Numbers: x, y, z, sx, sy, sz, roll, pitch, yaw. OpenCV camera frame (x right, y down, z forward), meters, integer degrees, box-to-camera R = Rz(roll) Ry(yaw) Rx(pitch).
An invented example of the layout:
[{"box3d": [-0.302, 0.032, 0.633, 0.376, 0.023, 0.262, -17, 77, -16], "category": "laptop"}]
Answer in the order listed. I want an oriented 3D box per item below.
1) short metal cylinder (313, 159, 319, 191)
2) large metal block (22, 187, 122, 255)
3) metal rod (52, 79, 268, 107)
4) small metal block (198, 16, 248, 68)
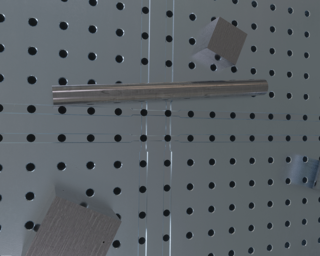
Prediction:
[{"box3d": [0.292, 0.084, 0.492, 0.080, 0.080, 0.050, 21, 83, -19], "category": "short metal cylinder"}, {"box3d": [-0.103, 0.126, 0.362, 0.080, 0.050, 0.080, 28, 81, -18], "category": "large metal block"}, {"box3d": [0.015, -0.050, 0.418, 0.303, 0.025, 0.025, -5, 92, -20], "category": "metal rod"}, {"box3d": [0.091, -0.122, 0.446, 0.050, 0.025, 0.050, 25, 82, -19], "category": "small metal block"}]
